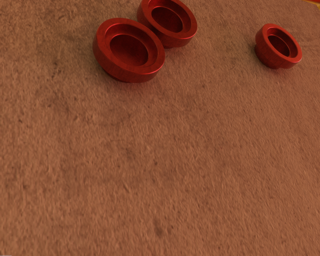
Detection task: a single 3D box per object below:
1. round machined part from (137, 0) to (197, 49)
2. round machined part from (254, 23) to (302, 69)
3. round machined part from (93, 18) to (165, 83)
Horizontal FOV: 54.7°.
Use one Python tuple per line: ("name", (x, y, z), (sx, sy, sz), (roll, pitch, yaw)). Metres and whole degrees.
("round machined part", (0.008, -0.168, 0.501), (0.099, 0.042, 0.098), (14, 56, -21))
("round machined part", (0.228, -0.156, 0.614), (0.099, 0.042, 0.098), (14, 56, -21))
("round machined part", (-0.046, -0.102, 0.432), (0.099, 0.042, 0.098), (14, 56, -21))
